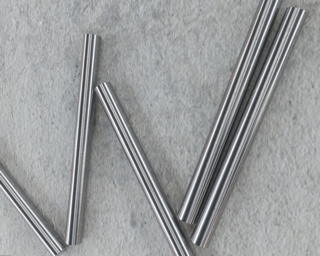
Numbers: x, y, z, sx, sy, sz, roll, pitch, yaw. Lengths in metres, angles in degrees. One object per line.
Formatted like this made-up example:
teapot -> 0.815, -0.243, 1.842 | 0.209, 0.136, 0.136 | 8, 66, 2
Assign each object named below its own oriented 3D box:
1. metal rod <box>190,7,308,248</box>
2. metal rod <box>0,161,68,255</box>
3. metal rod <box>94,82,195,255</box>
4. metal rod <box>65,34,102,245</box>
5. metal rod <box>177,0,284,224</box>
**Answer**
metal rod -> 0.103, 0.005, 0.372 | 0.025, 0.025, 0.298 | 23, 97, 18
metal rod -> -0.250, 0.082, 0.494 | 0.300, 0.025, 0.025 | 45, 104, 14
metal rod -> -0.014, 0.074, 0.412 | 0.025, 0.025, 0.299 | -30, 81, 17
metal rod -> -0.111, 0.017, 0.446 | 0.025, 0.025, 0.298 | 6, 92, 19
metal rod -> 0.084, -0.023, 0.378 | 0.025, 0.025, 0.298 | 22, 97, 18
